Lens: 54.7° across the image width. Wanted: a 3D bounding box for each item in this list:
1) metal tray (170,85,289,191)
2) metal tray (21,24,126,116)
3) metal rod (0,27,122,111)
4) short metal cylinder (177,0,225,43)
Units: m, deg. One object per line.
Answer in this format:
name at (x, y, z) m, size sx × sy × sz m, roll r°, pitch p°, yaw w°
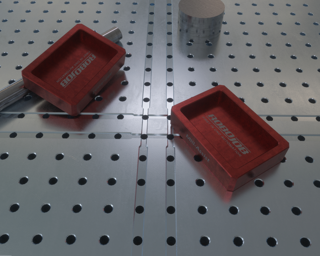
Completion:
metal tray at (0.085, 0.006, 0.399) m, size 0.091 × 0.030 × 0.130 m, roll -26°, pitch 55°, yaw -20°
metal tray at (-0.123, -0.090, 0.458) m, size 0.090 × 0.030 × 0.130 m, roll 32°, pitch 59°, yaw 5°
metal rod at (-0.176, -0.082, 0.474) m, size 0.025 × 0.025 × 0.302 m, roll 35°, pitch 58°, yaw 25°
short metal cylinder at (0.072, -0.197, 0.557) m, size 0.081 × 0.050 × 0.080 m, roll 0°, pitch 50°, yaw 0°
